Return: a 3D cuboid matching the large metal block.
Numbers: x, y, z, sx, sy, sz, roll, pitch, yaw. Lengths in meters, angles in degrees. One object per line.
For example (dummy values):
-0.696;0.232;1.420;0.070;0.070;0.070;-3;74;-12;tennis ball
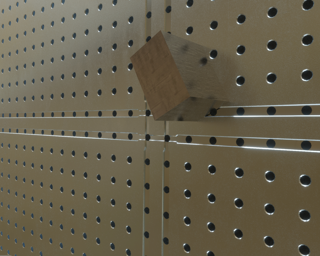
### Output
0.023;-0.055;0.353;0.050;0.081;0.080;-34;70;35;large metal block
